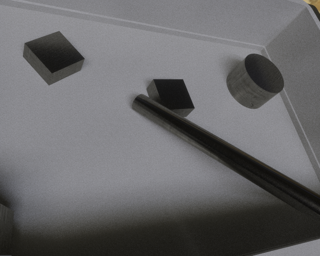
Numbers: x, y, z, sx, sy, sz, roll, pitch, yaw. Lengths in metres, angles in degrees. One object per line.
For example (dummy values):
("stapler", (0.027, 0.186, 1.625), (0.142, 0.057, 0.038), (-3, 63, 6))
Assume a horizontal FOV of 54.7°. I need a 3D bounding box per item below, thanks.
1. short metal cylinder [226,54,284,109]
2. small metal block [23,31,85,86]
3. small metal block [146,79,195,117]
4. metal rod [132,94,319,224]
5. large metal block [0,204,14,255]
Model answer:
("short metal cylinder", (0.162, -0.079, 0.528), (0.081, 0.050, 0.080), (14, 56, -21))
("small metal block", (-0.133, -0.088, 0.389), (0.050, 0.025, 0.050), (48, 51, 5))
("small metal block", (0.015, -0.042, 0.441), (0.050, 0.025, 0.050), (-5, 64, -31))
("metal rod", (0.087, 0.036, 0.350), (0.300, 0.025, 0.025), (32, 46, 26))
("large metal block", (-0.151, 0.094, 0.223), (0.050, 0.080, 0.080), (-6, 62, -4))
